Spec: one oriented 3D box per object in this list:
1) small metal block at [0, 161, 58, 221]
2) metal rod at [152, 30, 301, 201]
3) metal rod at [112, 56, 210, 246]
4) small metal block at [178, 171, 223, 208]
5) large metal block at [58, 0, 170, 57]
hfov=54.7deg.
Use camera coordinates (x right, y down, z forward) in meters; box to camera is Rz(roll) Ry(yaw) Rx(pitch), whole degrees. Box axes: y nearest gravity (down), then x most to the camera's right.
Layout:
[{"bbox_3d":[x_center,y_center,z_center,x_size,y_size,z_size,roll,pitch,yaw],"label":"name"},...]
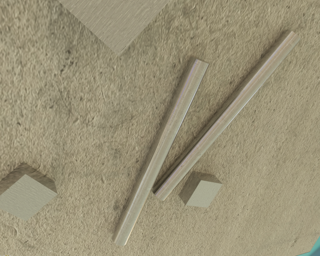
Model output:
[{"bbox_3d":[-0.160,0.076,0.367,0.050,0.025,0.050,-41,130,-1],"label":"small metal block"},{"bbox_3d":[0.091,-0.014,0.450,0.025,0.025,0.299,33,100,-39],"label":"metal rod"},{"bbox_3d":[-0.006,0.044,0.432,0.025,0.025,0.298,11,113,-33],"label":"metal rod"},{"bbox_3d":[0.067,0.101,0.508,0.050,0.025,0.050,16,110,-35],"label":"small metal block"},{"bbox_3d":[-0.047,-0.128,0.287,0.080,0.050,0.080,-47,130,4],"label":"large metal block"}]
